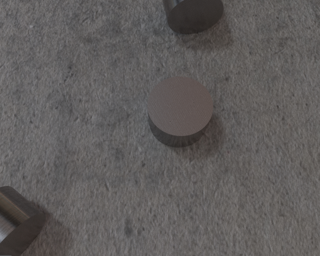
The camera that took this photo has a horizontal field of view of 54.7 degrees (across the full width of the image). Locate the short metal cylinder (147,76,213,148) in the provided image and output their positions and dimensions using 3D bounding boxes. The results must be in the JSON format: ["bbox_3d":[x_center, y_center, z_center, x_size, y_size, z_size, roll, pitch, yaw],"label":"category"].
[{"bbox_3d":[0.025,-0.020,0.402,0.081,0.050,0.080,0,70,0],"label":"short metal cylinder"}]

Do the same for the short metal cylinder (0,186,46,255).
[{"bbox_3d":[-0.174,0.111,0.336,0.050,0.080,0.080,35,74,11],"label":"short metal cylinder"}]

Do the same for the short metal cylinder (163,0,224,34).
[{"bbox_3d":[0.046,-0.181,0.446,0.081,0.080,0.050,-9,71,-4],"label":"short metal cylinder"}]
